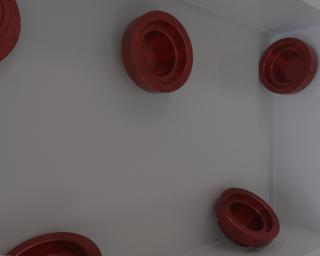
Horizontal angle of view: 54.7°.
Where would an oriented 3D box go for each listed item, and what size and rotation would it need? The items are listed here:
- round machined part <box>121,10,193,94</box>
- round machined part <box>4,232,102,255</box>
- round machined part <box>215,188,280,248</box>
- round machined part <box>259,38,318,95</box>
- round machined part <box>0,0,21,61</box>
[{"bbox_3d":[-0.008,-0.092,0.389,0.099,0.042,0.097,0,90,-40],"label":"round machined part"},{"bbox_3d":[-0.099,0.144,0.279,0.099,0.098,0.042,-21,120,-38],"label":"round machined part"},{"bbox_3d":[0.130,0.143,0.481,0.099,0.098,0.042,-6,131,-40],"label":"round machined part"},{"bbox_3d":[0.231,-0.108,0.552,0.042,0.098,0.097,2,89,-40],"label":"round machined part"},{"bbox_3d":[-0.165,-0.097,0.254,0.099,0.042,0.097,-1,91,-42],"label":"round machined part"}]
